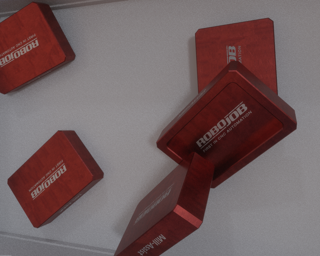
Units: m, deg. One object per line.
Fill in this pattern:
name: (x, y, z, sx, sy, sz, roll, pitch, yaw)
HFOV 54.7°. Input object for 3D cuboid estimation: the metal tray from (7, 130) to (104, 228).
metal tray: (-0.158, 0.076, 0.464, 0.130, 0.030, 0.090, -41, 77, 15)

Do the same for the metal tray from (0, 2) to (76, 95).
metal tray: (-0.205, -0.117, 0.466, 0.130, 0.030, 0.090, -22, 102, 18)

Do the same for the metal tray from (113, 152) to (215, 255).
metal tray: (0.004, 0.095, 0.349, 0.030, 0.090, 0.129, 37, 126, -6)

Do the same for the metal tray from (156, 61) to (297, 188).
metal tray: (0.069, 0.002, 0.345, 0.090, 0.030, 0.129, 39, 124, -8)

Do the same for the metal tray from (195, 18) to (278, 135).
metal tray: (0.093, -0.058, 0.375, 0.090, 0.030, 0.129, -3, 89, 20)
